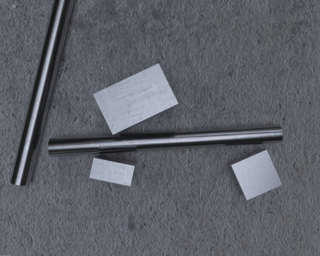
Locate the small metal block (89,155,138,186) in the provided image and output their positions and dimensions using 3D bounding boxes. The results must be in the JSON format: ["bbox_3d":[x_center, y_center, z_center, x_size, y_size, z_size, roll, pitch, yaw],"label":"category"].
[{"bbox_3d":[-0.058,0.053,0.397,0.050,0.050,0.025,12,90,-1],"label":"small metal block"}]

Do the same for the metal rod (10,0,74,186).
[{"bbox_3d":[-0.149,-0.073,0.407,0.025,0.025,0.298,14,90,-1],"label":"metal rod"}]

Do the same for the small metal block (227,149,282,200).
[{"bbox_3d":[0.125,0.061,0.412,0.050,0.025,0.050,-24,90,-1],"label":"small metal block"}]

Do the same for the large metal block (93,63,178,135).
[{"bbox_3d":[-0.027,-0.032,0.382,0.080,0.080,0.050,-26,90,0],"label":"large metal block"}]

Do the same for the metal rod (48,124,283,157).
[{"bbox_3d":[0.008,0.016,0.410,0.302,0.025,0.025,-3,90,-1],"label":"metal rod"}]
